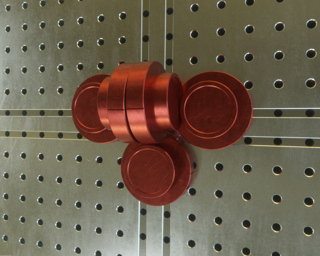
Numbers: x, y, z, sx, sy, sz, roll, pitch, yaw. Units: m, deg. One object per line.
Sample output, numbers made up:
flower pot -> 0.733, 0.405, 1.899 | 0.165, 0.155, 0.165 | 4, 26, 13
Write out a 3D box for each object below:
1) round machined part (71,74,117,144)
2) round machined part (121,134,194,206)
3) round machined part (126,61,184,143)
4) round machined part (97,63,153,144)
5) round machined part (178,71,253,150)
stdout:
round machined part -> -0.083, -0.027, 0.431 | 0.098, 0.042, 0.097 | 0, 90, 19
round machined part -> -0.007, 0.054, 0.405 | 0.098, 0.042, 0.097 | 0, 90, 19
round machined part -> 0.000, -0.031, 0.367 | 0.042, 0.098, 0.097 | -1, 90, 20
round machined part -> -0.042, -0.030, 0.381 | 0.042, 0.098, 0.097 | 1, 91, 20
round machined part -> 0.062, -0.022, 0.380 | 0.098, 0.042, 0.097 | 0, 90, 19
